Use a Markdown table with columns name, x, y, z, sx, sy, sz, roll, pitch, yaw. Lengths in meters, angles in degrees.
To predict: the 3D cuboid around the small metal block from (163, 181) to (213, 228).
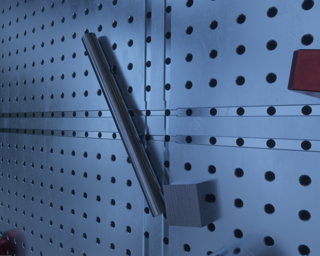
| name | x | y | z | sx | sy | sz | roll | pitch | yaw |
| --- | --- | --- | --- | --- | --- | --- | --- | --- | --- |
| small metal block | 0.034 | 0.093 | 0.380 | 0.050 | 0.025 | 0.050 | -11 | 83 | 39 |

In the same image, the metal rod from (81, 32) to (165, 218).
| name | x | y | z | sx | sy | sz | roll | pitch | yaw |
| --- | --- | --- | --- | --- | --- | --- | --- | --- | --- |
| metal rod | -0.056 | -0.017 | 0.453 | 0.025 | 0.025 | 0.299 | -37 | 68 | 33 |

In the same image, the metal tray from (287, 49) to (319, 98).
| name | x | y | z | sx | sy | sz | roll | pitch | yaw |
| --- | --- | --- | --- | --- | --- | --- | --- | --- | --- |
| metal tray | 0.174 | -0.033 | 0.223 | 0.130 | 0.091 | 0.030 | 12 | 98 | 39 |

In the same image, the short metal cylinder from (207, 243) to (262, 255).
| name | x | y | z | sx | sy | sz | roll | pitch | yaw |
| --- | --- | --- | --- | --- | --- | --- | --- | --- | --- |
| short metal cylinder | 0.077 | 0.171 | 0.329 | 0.080 | 0.050 | 0.079 | 0 | 90 | 39 |

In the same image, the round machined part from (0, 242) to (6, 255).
| name | x | y | z | sx | sy | sz | roll | pitch | yaw |
| --- | --- | --- | --- | --- | --- | --- | --- | --- | --- |
| round machined part | -0.396 | 0.301 | 0.720 | 0.098 | 0.042 | 0.097 | 0 | 90 | 39 |
